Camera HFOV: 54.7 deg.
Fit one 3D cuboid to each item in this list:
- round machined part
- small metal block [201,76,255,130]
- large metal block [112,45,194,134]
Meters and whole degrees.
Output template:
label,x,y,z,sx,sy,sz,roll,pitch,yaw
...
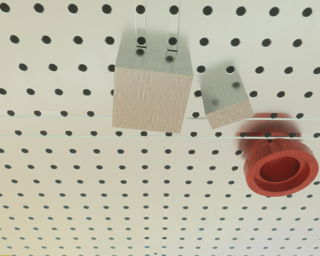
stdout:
label,x,y,z,sx,sy,sz,roll,pitch,yaw
round machined part,0.170,0.053,0.447,0.099,0.042,0.097,0,130,0
small metal block,0.079,-0.031,0.370,0.050,0.050,0.025,-19,128,15
large metal block,-0.011,-0.043,0.358,0.081,0.050,0.079,6,130,-5
